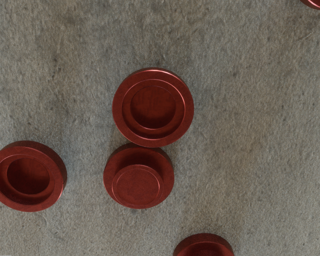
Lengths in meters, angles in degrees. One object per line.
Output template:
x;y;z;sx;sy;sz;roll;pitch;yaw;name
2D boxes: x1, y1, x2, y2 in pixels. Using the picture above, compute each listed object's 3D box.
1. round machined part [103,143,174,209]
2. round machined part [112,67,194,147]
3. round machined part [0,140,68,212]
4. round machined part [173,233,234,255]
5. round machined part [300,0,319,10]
-0.029;0.072;0.427;0.099;0.042;0.097;0;110;-1;round machined part
-0.008;-0.028;0.390;0.099;0.042;0.097;0;110;-1;round machined part
-0.175;0.061;0.421;0.099;0.042;0.097;0;110;-1;round machined part
0.070;0.217;0.482;0.099;0.042;0.097;0;110;-1;round machined part
0.189;-0.180;0.337;0.099;0.042;0.097;0;110;-1;round machined part
